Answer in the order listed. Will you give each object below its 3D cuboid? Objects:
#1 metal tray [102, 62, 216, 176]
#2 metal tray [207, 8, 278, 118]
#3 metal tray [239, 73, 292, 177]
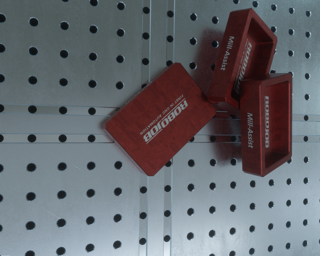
[{"bbox_3d":[0.001,-0.012,0.410,0.130,0.030,0.090,-43,104,-15],"label":"metal tray"},{"bbox_3d":[0.118,-0.086,0.433,0.090,0.030,0.130,22,82,-44],"label":"metal tray"},{"bbox_3d":[0.151,-0.007,0.435,0.091,0.030,0.129,-18,108,-41],"label":"metal tray"}]
